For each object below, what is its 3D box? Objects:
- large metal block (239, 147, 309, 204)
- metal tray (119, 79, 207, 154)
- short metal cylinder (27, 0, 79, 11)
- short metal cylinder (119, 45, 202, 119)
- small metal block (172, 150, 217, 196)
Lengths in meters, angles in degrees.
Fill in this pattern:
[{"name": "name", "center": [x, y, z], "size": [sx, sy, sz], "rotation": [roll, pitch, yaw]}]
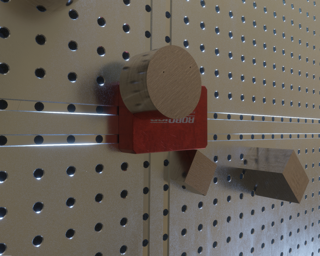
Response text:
[{"name": "large metal block", "center": [0.200, 0.081, 0.541], "size": [0.050, 0.080, 0.080], "rotation": [-53, 121, -27]}, {"name": "metal tray", "center": [0.009, -0.015, 0.413], "size": [0.131, 0.030, 0.089], "rotation": [-1, 91, -40]}, {"name": "short metal cylinder", "center": [-0.104, -0.164, 0.305], "size": [0.081, 0.050, 0.079], "rotation": [0, 90, -40]}, {"name": "short metal cylinder", "center": [0.001, -0.050, 0.354], "size": [0.081, 0.050, 0.079], "rotation": [0, 90, -40]}, {"name": "small metal block", "center": [0.052, 0.065, 0.453], "size": [0.050, 0.025, 0.050], "rotation": [37, 67, -34]}]
